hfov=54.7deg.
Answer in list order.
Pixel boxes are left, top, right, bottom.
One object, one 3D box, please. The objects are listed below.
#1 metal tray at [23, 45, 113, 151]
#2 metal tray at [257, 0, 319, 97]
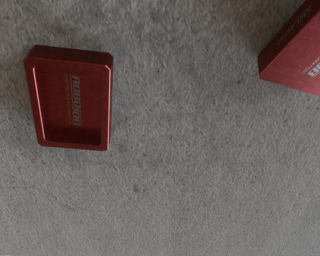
[{"bbox_3d":[-0.105,-0.031,0.376,0.091,0.030,0.129,5,130,-5],"label":"metal tray"},{"bbox_3d":[0.170,-0.087,0.305,0.091,0.030,0.129,14,149,-12],"label":"metal tray"}]
